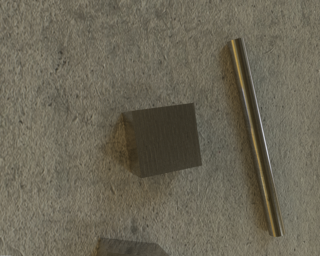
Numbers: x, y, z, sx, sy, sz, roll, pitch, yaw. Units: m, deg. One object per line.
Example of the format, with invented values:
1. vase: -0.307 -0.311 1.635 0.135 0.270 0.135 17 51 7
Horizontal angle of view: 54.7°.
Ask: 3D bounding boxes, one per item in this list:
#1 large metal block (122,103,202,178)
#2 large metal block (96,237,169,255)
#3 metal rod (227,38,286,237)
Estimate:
1. large metal block: 0.002 0.014 0.397 0.081 0.050 0.080 -9 93 -20
2. large metal block: -0.040 0.187 0.382 0.081 0.050 0.080 14 85 -20
3. metal rod: 0.145 0.017 0.462 0.025 0.025 0.298 -16 95 -19
